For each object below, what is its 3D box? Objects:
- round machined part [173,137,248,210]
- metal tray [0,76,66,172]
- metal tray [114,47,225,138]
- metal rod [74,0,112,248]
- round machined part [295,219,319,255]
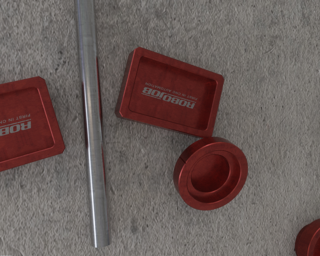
[{"bbox_3d":[0.063,0.057,0.414,0.099,0.042,0.097,-6,111,-17],"label":"round machined part"},{"bbox_3d":[-0.181,0.002,0.339,0.131,0.030,0.089,-17,96,-19],"label":"metal tray"},{"bbox_3d":[0.015,-0.043,0.411,0.131,0.030,0.090,15,85,-20],"label":"metal tray"},{"bbox_3d":[-0.082,-0.006,0.378,0.025,0.025,0.298,-4,92,-20],"label":"metal rod"},{"bbox_3d":[0.258,0.193,0.496,0.099,0.042,0.097,0,90,-20],"label":"round machined part"}]
